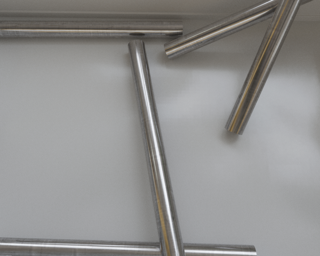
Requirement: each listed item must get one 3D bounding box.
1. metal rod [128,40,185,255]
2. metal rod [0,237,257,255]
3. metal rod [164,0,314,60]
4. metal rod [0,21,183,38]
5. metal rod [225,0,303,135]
[{"bbox_3d":[-0.009,0.012,0.390,0.025,0.025,0.299,-9,65,-3],"label":"metal rod"},{"bbox_3d":[-0.043,0.143,0.356,0.302,0.025,0.025,2,70,0],"label":"metal rod"},{"bbox_3d":[0.146,-0.158,0.406,0.300,0.025,0.025,-19,70,18],"label":"metal rod"},{"bbox_3d":[-0.118,-0.147,0.462,0.302,0.025,0.025,0,70,0],"label":"metal rod"},{"bbox_3d":[0.150,-0.132,0.380,0.025,0.025,0.298,23,102,8],"label":"metal rod"}]
